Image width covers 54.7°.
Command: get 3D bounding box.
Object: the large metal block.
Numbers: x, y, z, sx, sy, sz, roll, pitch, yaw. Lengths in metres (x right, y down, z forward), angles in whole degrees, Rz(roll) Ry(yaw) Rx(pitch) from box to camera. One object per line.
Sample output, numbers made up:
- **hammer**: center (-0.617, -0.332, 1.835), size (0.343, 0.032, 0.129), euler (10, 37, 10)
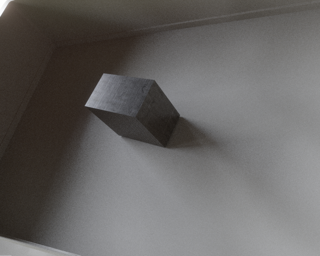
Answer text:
- **large metal block**: center (-0.033, -0.022, 0.397), size (0.080, 0.080, 0.050), euler (13, 69, 33)
